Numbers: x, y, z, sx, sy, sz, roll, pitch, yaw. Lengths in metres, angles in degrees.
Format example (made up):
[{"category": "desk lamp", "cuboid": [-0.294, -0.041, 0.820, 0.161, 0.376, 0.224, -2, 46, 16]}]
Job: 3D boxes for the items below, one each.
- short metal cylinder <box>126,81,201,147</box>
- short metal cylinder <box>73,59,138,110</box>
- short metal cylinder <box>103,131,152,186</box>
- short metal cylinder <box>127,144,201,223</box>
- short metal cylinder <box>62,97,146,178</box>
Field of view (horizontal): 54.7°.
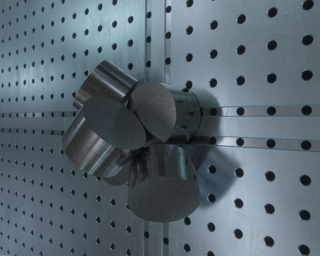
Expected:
[{"category": "short metal cylinder", "cuboid": [0.003, -0.016, 0.388, 0.080, 0.050, 0.079, 0, 90, 39]}, {"category": "short metal cylinder", "cuboid": [-0.073, -0.046, 0.422, 0.050, 0.080, 0.080, 35, 116, -3]}, {"category": "short metal cylinder", "cuboid": [-0.045, 0.036, 0.427, 0.080, 0.050, 0.079, 0, 90, 39]}, {"category": "short metal cylinder", "cuboid": [0.004, 0.065, 0.359, 0.080, 0.080, 0.050, -48, 26, 29]}, {"category": "short metal cylinder", "cuboid": [-0.064, 0.010, 0.357, 0.050, 0.081, 0.080, -49, 62, 29]}]
